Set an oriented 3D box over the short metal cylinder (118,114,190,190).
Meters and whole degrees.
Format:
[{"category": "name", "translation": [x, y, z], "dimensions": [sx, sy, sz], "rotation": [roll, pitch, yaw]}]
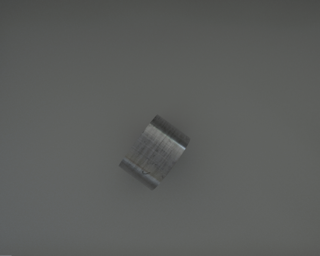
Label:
[{"category": "short metal cylinder", "translation": [-0.007, 0.030, 0.384], "dimensions": [0.050, 0.080, 0.080], "rotation": [37, 90, 0]}]
